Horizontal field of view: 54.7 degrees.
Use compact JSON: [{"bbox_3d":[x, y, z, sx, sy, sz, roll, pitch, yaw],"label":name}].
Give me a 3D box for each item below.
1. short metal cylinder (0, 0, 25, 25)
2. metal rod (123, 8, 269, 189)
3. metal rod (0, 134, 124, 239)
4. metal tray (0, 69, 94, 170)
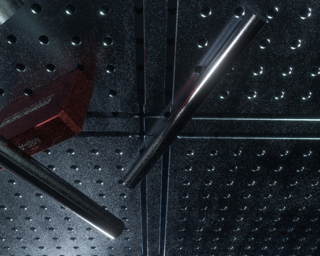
[{"bbox_3d":[-0.172,-0.111,0.278,0.080,0.080,0.050,-24,126,18],"label":"short metal cylinder"},{"bbox_3d":[0.027,-0.015,0.399,0.025,0.025,0.298,23,126,-19],"label":"metal rod"},{"bbox_3d":[-0.143,0.040,0.323,0.025,0.025,0.300,-28,125,22],"label":"metal rod"},{"bbox_3d":[-0.144,-0.009,0.359,0.130,0.090,0.030,-23,127,18],"label":"metal tray"}]
